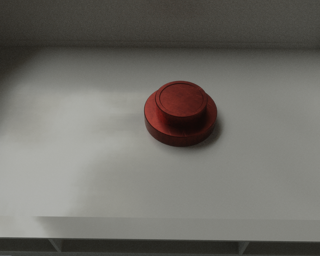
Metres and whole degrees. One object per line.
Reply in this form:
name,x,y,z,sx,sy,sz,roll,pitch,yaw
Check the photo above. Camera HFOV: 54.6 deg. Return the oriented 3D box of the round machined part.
round machined part,0.028,-0.026,0.416,0.099,0.042,0.098,0,50,0
